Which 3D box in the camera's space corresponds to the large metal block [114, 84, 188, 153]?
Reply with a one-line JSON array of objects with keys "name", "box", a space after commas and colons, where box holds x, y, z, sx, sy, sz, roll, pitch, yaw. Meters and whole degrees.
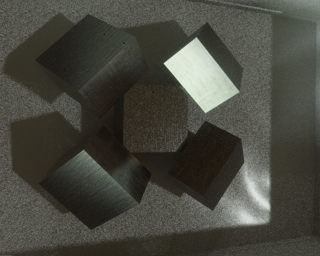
[{"name": "large metal block", "box": [-0.012, -0.011, 0.390, 0.081, 0.050, 0.080, 1, 90, -20]}]

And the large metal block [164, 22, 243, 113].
[{"name": "large metal block", "box": [0.059, -0.079, 0.395, 0.080, 0.050, 0.080, 48, 32, -13]}]

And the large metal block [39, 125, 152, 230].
[{"name": "large metal block", "box": [-0.071, 0.057, 0.348, 0.080, 0.050, 0.080, -34, 106, 29]}]

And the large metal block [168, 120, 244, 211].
[{"name": "large metal block", "box": [0.063, 0.050, 0.395, 0.080, 0.050, 0.080, -54, 151, -13]}]

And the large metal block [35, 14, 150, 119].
[{"name": "large metal block", "box": [-0.073, -0.070, 0.344, 0.080, 0.080, 0.050, -48, 148, -14]}]
